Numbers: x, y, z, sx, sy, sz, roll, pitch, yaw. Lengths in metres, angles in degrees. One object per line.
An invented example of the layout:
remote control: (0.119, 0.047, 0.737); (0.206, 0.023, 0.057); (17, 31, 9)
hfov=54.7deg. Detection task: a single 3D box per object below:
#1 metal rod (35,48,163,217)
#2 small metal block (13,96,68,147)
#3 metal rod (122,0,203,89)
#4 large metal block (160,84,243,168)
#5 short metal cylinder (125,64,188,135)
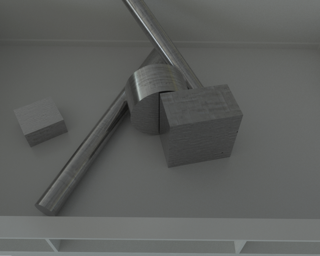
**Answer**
metal rod: (-0.062, -0.017, 0.418); (0.025, 0.025, 0.301); (19, 52, 15)
small metal block: (-0.158, -0.009, 0.411); (0.050, 0.025, 0.050); (-25, 55, -20)
metal rod: (-0.017, -0.148, 0.434); (0.025, 0.025, 0.299); (-34, 88, -25)
large metal block: (0.044, -0.001, 0.371); (0.081, 0.080, 0.050); (-9, 51, -8)
short metal cylinder: (-0.002, -0.036, 0.399); (0.081, 0.080, 0.050); (-9, 51, -8)
